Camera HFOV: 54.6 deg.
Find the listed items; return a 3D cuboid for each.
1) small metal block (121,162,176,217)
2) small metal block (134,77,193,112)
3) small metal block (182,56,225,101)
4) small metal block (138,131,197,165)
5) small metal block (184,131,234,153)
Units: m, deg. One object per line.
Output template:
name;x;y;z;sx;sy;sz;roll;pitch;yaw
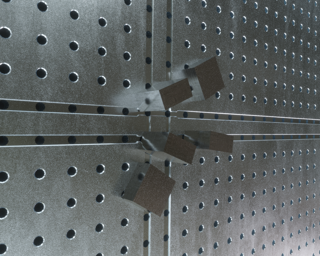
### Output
small metal block;-0.013;0.078;0.397;0.050;0.025;0.050;39;66;-33
small metal block;0.004;-0.042;0.395;0.050;0.050;0.025;-29;108;-36
small metal block;0.066;-0.074;0.463;0.050;0.025;0.050;-34;111;-35
small metal block;0.010;0.025;0.400;0.050;0.050;0.025;28;73;-37
small metal block;0.070;0.020;0.450;0.050;0.050;0.025;12;83;-39
